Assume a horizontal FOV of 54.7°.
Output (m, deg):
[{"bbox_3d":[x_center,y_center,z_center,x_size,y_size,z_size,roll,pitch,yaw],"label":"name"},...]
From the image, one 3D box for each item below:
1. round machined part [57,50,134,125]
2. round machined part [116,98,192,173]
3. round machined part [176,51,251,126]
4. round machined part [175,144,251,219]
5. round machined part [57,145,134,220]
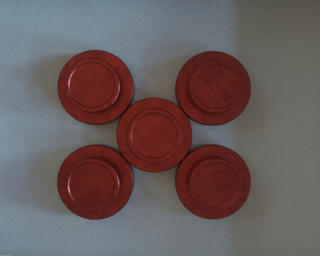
[{"bbox_3d":[-0.084,-0.053,0.400,0.099,0.042,0.097,0,90,-1],"label":"round machined part"},{"bbox_3d":[-0.007,0.009,0.401,0.099,0.042,0.097,0,90,-1],"label":"round machined part"},{"bbox_3d":[0.070,-0.052,0.403,0.099,0.042,0.097,0,90,-1],"label":"round machined part"},{"bbox_3d":[0.070,0.071,0.403,0.099,0.042,0.097,0,90,-1],"label":"round machined part"},{"bbox_3d":[-0.084,0.071,0.401,0.099,0.042,0.097,0,90,-1],"label":"round machined part"}]
